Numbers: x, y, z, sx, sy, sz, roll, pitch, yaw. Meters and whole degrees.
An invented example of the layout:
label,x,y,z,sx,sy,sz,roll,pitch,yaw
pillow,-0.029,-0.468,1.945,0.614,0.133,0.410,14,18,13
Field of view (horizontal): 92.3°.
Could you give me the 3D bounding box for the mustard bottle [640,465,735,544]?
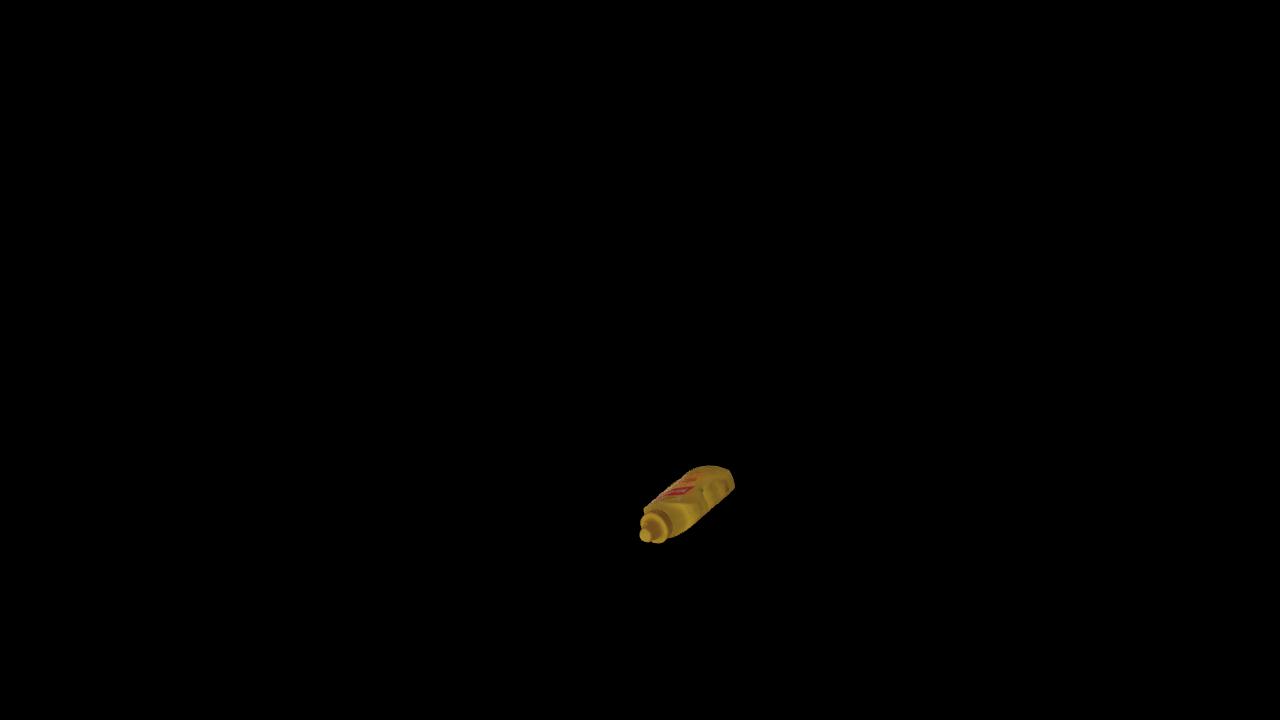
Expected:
label,x,y,z,sx,sy,sz,roll,pitch,yaw
mustard bottle,0.055,0.202,0.846,0.092,0.054,0.184,-10,7,35
